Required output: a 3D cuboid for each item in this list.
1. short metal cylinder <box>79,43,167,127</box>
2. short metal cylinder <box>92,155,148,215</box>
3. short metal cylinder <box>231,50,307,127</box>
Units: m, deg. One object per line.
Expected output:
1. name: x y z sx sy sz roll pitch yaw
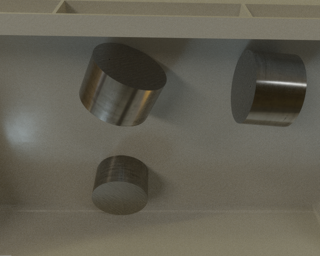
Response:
1. short metal cylinder: -0.040 -0.047 0.332 0.081 0.080 0.050 19 127 -16
2. short metal cylinder: -0.058 0.087 0.466 0.081 0.050 0.079 0 130 0
3. short metal cylinder: 0.115 -0.043 0.339 0.050 0.080 0.079 4 130 -4
